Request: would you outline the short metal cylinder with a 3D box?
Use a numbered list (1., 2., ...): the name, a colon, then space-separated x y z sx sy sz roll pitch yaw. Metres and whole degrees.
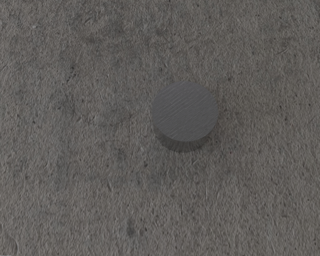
1. short metal cylinder: 0.031 -0.013 0.400 0.080 0.050 0.080 0 70 0
